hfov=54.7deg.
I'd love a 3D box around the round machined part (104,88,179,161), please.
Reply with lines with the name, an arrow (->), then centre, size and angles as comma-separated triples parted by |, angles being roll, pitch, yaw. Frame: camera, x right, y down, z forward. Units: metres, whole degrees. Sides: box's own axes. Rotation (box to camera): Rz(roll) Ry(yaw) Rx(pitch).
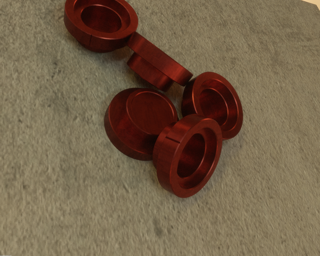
round machined part -> -0.017, -0.011, 0.392 | 0.099, 0.042, 0.098 | 14, 56, -21

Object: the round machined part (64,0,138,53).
round machined part -> -0.083, -0.144, 0.433 | 0.099, 0.042, 0.098 | 11, 55, -16

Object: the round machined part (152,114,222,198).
round machined part -> 0.029, 0.030, 0.369 | 0.042, 0.097, 0.099 | 22, 38, 38

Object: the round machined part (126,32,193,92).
round machined part -> -0.006, -0.085, 0.422 | 0.098, 0.042, 0.098 | 35, 12, -8

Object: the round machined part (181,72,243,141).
round machined part -> 0.069, -0.026, 0.438 | 0.099, 0.042, 0.098 | 14, 66, -34
